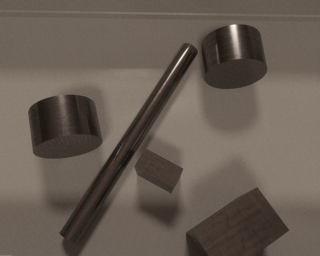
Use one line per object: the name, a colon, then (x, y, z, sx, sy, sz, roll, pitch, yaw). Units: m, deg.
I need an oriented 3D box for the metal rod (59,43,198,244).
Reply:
metal rod: (-0.031, 0.007, 0.406, 0.025, 0.025, 0.300, 29, 72, 9)

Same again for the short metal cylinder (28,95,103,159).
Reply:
short metal cylinder: (-0.115, 0.000, 0.379, 0.081, 0.080, 0.050, -13, 71, -5)

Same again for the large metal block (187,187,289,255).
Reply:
large metal block: (0.079, 0.114, 0.340, 0.080, 0.080, 0.050, -31, 73, -11)

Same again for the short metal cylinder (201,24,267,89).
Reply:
short metal cylinder: (0.098, -0.093, 0.416, 0.081, 0.080, 0.050, -2, 70, -1)

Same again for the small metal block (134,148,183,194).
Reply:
small metal block: (-0.001, 0.053, 0.377, 0.050, 0.050, 0.025, 28, 72, 9)
